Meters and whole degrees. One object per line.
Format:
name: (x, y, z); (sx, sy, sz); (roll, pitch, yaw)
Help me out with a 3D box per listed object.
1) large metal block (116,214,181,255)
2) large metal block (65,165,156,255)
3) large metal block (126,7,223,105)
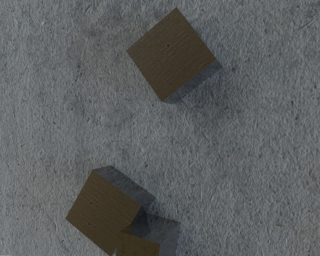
large metal block: (-0.015, 0.161, 0.385); (0.050, 0.080, 0.079); (10, 93, 20)
large metal block: (-0.066, 0.108, 0.419); (0.080, 0.050, 0.080); (33, 101, 17)
large metal block: (0.019, -0.087, 0.389); (0.080, 0.050, 0.080); (-37, 78, 16)
